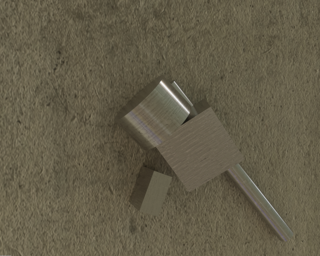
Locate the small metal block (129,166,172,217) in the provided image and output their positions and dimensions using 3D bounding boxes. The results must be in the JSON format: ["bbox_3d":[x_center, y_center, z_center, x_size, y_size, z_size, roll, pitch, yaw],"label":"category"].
[{"bbox_3d":[-0.013,0.078,0.392,0.025,0.050,0.050,23,82,-19],"label":"small metal block"}]

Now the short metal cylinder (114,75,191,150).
[{"bbox_3d":[-0.009,-0.019,0.377,0.050,0.080,0.080,47,75,-15],"label":"short metal cylinder"}]

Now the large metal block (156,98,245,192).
[{"bbox_3d":[0.048,0.021,0.397,0.080,0.050,0.080,-33,104,9],"label":"large metal block"}]

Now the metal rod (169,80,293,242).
[{"bbox_3d":[0.103,0.055,0.448,0.025,0.025,0.300,-43,104,-15],"label":"metal rod"}]
